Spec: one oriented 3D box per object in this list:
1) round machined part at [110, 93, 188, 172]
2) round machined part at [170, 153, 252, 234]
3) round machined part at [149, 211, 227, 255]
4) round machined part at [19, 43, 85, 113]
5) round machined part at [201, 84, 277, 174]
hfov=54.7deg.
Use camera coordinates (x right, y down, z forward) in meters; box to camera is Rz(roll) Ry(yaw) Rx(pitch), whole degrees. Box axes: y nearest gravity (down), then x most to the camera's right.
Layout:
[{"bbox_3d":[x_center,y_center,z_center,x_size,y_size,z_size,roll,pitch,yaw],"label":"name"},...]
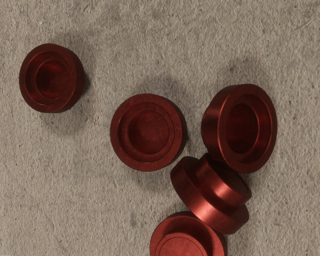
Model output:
[{"bbox_3d":[-0.011,0.005,0.403,0.098,0.042,0.097,0,90,19],"label":"round machined part"},{"bbox_3d":[0.063,0.065,0.346,0.098,0.098,0.042,44,108,14],"label":"round machined part"},{"bbox_3d":[0.032,0.158,0.388,0.098,0.042,0.097,0,90,19],"label":"round machined part"},{"bbox_3d":[-0.151,-0.070,0.452,0.098,0.042,0.097,0,90,19],"label":"round machined part"},{"bbox_3d":[0.085,0.000,0.350,0.042,0.099,0.097,3,91,55],"label":"round machined part"}]
